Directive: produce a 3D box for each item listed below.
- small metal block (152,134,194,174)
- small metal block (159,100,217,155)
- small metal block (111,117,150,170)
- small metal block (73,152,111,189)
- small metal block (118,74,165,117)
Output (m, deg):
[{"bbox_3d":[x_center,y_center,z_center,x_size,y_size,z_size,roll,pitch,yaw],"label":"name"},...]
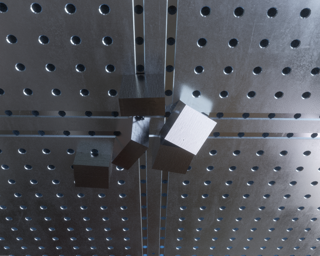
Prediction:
[{"bbox_3d":[0.019,0.037,0.444,0.050,0.025,0.050,10,130,-10],"label":"small metal block"},{"bbox_3d":[0.036,-0.001,0.400,0.050,0.025,0.050,28,99,-22],"label":"small metal block"},{"bbox_3d":[-0.039,0.019,0.411,0.025,0.050,0.050,28,125,-22],"label":"small metal block"},{"bbox_3d":[-0.101,0.064,0.465,0.050,0.025,0.050,4,130,-5],"label":"small metal block"},{"bbox_3d":[-0.020,-0.039,0.362,0.050,0.050,0.025,-1,130,1],"label":"small metal block"}]
